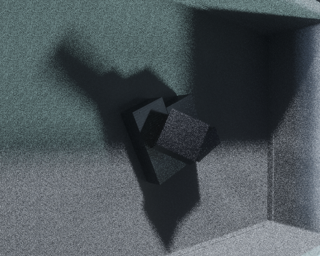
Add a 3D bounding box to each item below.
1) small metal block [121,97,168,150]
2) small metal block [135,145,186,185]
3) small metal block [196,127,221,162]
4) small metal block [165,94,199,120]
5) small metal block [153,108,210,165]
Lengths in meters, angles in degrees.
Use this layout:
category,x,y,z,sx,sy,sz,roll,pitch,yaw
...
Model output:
category,x,y,z,sx,sy,sz,roll,pitch,yaw
small metal block,-0.015,-0.006,0.394,0.050,0.025,0.050,-31,110,-36
small metal block,0.001,0.039,0.408,0.050,0.025,0.050,-31,110,-36
small metal block,0.047,0.021,0.429,0.050,0.050,0.025,-35,112,-35
small metal block,0.025,-0.014,0.428,0.050,0.025,0.050,-31,110,-36
small metal block,0.026,0.011,0.380,0.050,0.025,0.050,24,71,-2
